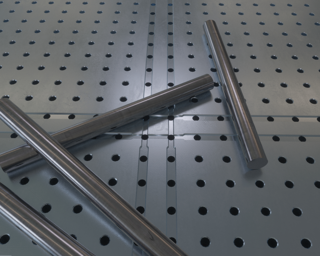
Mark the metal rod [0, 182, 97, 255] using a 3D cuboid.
[{"bbox_3d":[-0.111,0.111,0.314,0.300,0.025,0.025,28,55,21],"label":"metal rod"}]

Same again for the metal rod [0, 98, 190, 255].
[{"bbox_3d":[-0.082,0.057,0.338,0.300,0.025,0.025,36,59,19],"label":"metal rod"}]

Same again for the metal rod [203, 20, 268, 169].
[{"bbox_3d":[0.104,-0.071,0.468,0.025,0.025,0.300,-4,50,-3],"label":"metal rod"}]

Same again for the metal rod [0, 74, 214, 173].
[{"bbox_3d":[-0.058,-0.013,0.418,0.302,0.025,0.025,-23,54,-18],"label":"metal rod"}]
